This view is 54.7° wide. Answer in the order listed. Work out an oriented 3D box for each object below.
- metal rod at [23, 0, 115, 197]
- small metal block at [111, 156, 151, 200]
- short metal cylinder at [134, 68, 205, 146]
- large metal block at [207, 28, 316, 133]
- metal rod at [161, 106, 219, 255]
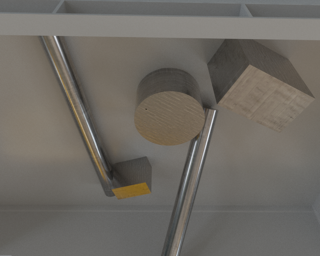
[{"bbox_3d":[-0.098,-0.013,0.396,0.025,0.025,0.298,-7,130,5],"label":"metal rod"},{"bbox_3d":[-0.040,0.073,0.454,0.050,0.050,0.025,-13,129,11],"label":"small metal block"},{"bbox_3d":[0.011,-0.025,0.372,0.081,0.050,0.079,0,130,0],"label":"short metal cylinder"},{"bbox_3d":[0.103,-0.051,0.331,0.080,0.080,0.050,22,127,-18],"label":"large metal block"},{"bbox_3d":[0.029,0.117,0.420,0.025,0.025,0.298,11,101,-10],"label":"metal rod"}]
